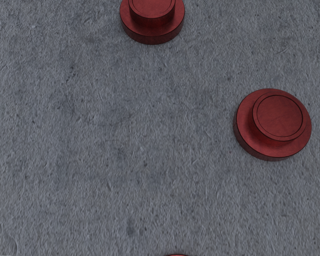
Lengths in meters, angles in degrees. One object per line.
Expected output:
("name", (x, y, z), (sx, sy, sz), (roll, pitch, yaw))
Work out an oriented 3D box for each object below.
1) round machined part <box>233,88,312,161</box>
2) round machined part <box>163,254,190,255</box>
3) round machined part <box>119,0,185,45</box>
("round machined part", (0.148, -0.009, 0.403), (0.099, 0.042, 0.098), (0, 70, 0))
("round machined part", (0.019, 0.188, 0.330), (0.099, 0.042, 0.098), (0, 70, 0))
("round machined part", (-0.011, -0.178, 0.464), (0.099, 0.042, 0.098), (0, 70, 0))
